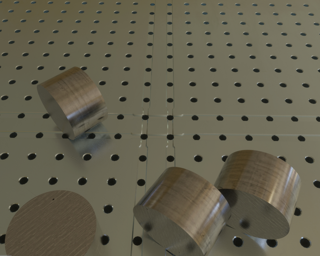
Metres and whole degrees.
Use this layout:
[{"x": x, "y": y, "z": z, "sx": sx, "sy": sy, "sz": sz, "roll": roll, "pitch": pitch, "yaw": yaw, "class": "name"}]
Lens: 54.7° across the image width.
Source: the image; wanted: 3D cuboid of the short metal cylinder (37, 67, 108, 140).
[{"x": -0.112, "y": -0.032, "z": 0.397, "sx": 0.050, "sy": 0.080, "sz": 0.080, "roll": -36, "pitch": 59, "yaw": -26, "class": "short metal cylinder"}]

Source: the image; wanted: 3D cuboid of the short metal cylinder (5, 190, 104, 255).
[{"x": -0.098, "y": 0.108, "z": 0.300, "sx": 0.081, "sy": 0.050, "sz": 0.080, "roll": 0, "pitch": 50, "yaw": 0, "class": "short metal cylinder"}]

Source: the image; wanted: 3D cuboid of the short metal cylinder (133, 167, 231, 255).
[{"x": 0.021, "y": 0.084, "z": 0.301, "sx": 0.080, "sy": 0.080, "sz": 0.050, "roll": 29, "pitch": 56, "yaw": 22, "class": "short metal cylinder"}]

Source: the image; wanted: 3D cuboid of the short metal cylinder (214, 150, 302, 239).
[{"x": 0.096, "y": 0.068, "z": 0.315, "sx": 0.080, "sy": 0.080, "sz": 0.050, "roll": 22, "pitch": 54, "yaw": 18, "class": "short metal cylinder"}]
